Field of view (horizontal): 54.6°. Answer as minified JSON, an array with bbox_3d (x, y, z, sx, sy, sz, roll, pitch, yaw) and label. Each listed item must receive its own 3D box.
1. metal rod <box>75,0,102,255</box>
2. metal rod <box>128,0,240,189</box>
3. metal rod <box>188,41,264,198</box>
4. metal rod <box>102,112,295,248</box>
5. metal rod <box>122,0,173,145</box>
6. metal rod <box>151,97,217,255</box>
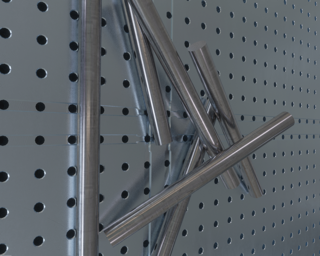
[{"bbox_3d":[-0.079,-0.005,0.342,0.025,0.025,0.298,1,90,-40],"label":"metal rod"},{"bbox_3d":[0.040,-0.036,0.407,0.025,0.025,0.299,-44,117,-31],"label":"metal rod"},{"bbox_3d":[0.109,0.006,0.472,0.025,0.025,0.299,-50,128,-28],"label":"metal rod"},{"bbox_3d":[0.063,0.057,0.408,0.302,0.025,0.025,-30,110,-19],"label":"metal rod"},{"bbox_3d":[-0.027,-0.124,0.384,0.025,0.025,0.298,-21,103,-38],"label":"metal rod"},{"bbox_3d":[0.032,0.090,0.434,0.025,0.025,0.300,34,69,-35],"label":"metal rod"}]
